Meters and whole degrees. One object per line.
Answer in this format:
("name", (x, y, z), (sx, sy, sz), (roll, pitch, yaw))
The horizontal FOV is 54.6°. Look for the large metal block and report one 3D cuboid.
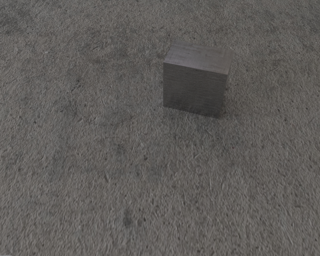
("large metal block", (0.050, -0.065, 0.423), (0.080, 0.080, 0.050), (13, 52, 11))
